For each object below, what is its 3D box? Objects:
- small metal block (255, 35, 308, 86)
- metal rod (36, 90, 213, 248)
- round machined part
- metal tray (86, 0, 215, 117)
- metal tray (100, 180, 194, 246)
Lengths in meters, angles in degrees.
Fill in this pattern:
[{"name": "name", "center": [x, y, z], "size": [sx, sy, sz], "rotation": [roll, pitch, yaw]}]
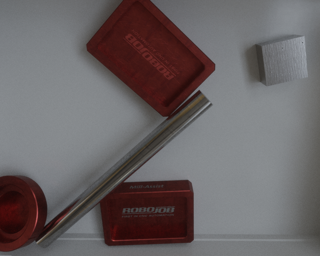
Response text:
[{"name": "small metal block", "center": [0.150, -0.084, 0.383], "size": [0.050, 0.025, 0.050], "rotation": [-13, 110, 4]}, {"name": "metal rod", "center": [-0.054, 0.060, 0.402], "size": [0.300, 0.025, 0.025], "rotation": [-41, 105, 12]}, {"name": "round machined part", "center": [-0.197, 0.115, 0.426], "size": [0.098, 0.042, 0.097], "rotation": [-2, 81, 15]}, {"name": "metal tray", "center": [-0.010, -0.087, 0.376], "size": [0.130, 0.030, 0.090], "rotation": [41, 105, -14]}, {"name": "metal tray", "center": [-0.017, 0.125, 0.454], "size": [0.131, 0.030, 0.089], "rotation": [-2, 110, 0]}]
